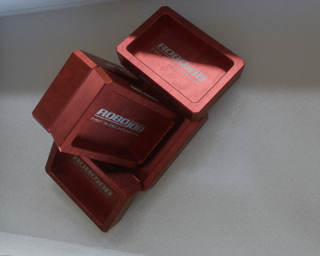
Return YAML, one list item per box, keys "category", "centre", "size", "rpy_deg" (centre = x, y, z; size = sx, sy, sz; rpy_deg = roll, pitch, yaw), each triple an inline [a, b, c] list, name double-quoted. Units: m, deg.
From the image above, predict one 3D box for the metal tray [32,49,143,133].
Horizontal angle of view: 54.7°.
- category: "metal tray"
  centre: [-0.079, -0.037, 0.379]
  size: [0.030, 0.130, 0.090]
  rpy_deg: [42, 103, 15]

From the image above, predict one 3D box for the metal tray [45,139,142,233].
- category: "metal tray"
  centre: [-0.095, 0.067, 0.420]
  size: [0.130, 0.030, 0.089]
  rpy_deg: [41, 127, 14]

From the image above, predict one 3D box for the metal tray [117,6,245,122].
- category: "metal tray"
  centre: [0.024, -0.081, 0.379]
  size: [0.130, 0.030, 0.090]
  rpy_deg: [41, 77, 15]

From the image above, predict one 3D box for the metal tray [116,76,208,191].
- category: "metal tray"
  centre: [-0.011, 0.006, 0.409]
  size: [0.090, 0.030, 0.130]
  rpy_deg: [41, 102, 15]

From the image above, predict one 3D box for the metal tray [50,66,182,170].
- category: "metal tray"
  centre: [-0.044, -0.004, 0.355]
  size: [0.090, 0.131, 0.030]
  rpy_deg: [-52, 51, 12]
